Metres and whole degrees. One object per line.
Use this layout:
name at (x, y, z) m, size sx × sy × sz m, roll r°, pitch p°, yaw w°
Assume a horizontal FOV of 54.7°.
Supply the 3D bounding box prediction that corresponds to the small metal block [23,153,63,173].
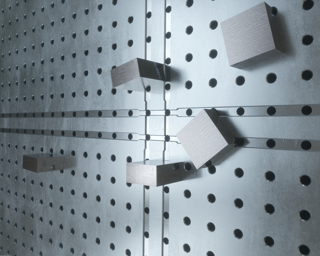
small metal block at (-0.214, 0.063, 0.566) m, size 0.050 × 0.050 × 0.025 m, roll 6°, pitch 94°, yaw 39°

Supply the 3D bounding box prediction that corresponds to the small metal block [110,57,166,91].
small metal block at (-0.029, -0.070, 0.415) m, size 0.050 × 0.050 × 0.025 m, roll -15°, pitch 81°, yaw 39°

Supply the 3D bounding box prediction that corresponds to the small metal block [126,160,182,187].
small metal block at (-0.007, 0.057, 0.397) m, size 0.050 × 0.050 × 0.025 m, roll -1°, pitch 90°, yaw 39°

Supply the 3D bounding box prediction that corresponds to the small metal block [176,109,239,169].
small metal block at (0.054, 0.013, 0.363) m, size 0.050 × 0.025 × 0.050 m, roll -45°, pitch 63°, yaw 30°

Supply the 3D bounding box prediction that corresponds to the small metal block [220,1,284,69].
small metal block at (0.097, -0.096, 0.328) m, size 0.050 × 0.025 × 0.050 m, roll -16°, pitch 80°, yaw 38°
